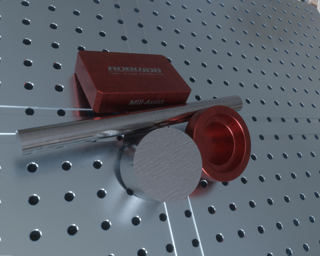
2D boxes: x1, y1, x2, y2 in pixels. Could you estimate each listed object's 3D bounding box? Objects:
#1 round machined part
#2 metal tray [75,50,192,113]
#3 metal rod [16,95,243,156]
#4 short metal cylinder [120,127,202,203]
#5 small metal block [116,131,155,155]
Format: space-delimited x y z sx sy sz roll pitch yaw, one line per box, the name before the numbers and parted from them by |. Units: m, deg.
round machined part | 0.070 0.021 0.409 0.099 0.042 0.097 5 81 -32
metal tray | -0.035 -0.063 0.408 0.131 0.030 0.090 -5 46 -31
metal rod | -0.010 -0.011 0.378 0.303 0.025 0.025 -12 68 -33
short metal cylinder | 0.000 0.043 0.352 0.081 0.050 0.080 4 79 -22
small metal block | -0.025 0.012 0.399 0.050 0.025 0.050 17 55 -19
